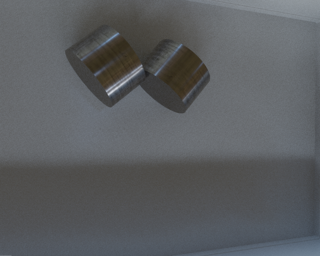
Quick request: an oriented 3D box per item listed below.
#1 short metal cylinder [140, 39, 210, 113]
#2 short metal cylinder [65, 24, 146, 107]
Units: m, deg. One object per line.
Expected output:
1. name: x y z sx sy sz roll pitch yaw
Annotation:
1. short metal cylinder: 0.015 -0.063 0.386 0.080 0.080 0.050 42 77 -15
2. short metal cylinder: -0.063 -0.070 0.358 0.050 0.080 0.080 -41 103 -15
